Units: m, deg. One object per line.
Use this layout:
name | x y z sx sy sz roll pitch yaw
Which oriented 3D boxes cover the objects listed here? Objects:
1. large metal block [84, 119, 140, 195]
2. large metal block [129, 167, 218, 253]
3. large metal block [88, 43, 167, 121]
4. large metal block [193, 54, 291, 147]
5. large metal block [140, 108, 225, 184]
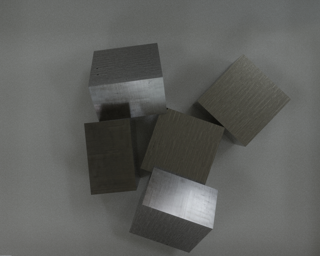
large metal block | -0.055 0.032 0.382 0.050 0.080 0.079 -6 90 0
large metal block | 0.015 0.102 0.376 0.080 0.079 0.050 20 48 -2
large metal block | -0.037 -0.057 0.376 0.081 0.080 0.050 -7 132 0
large metal block | 0.102 -0.034 0.399 0.080 0.050 0.080 44 90 -1
large metal block | 0.028 0.024 0.399 0.080 0.050 0.080 19 90 -1
